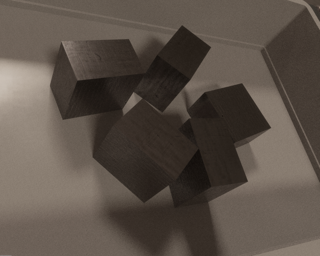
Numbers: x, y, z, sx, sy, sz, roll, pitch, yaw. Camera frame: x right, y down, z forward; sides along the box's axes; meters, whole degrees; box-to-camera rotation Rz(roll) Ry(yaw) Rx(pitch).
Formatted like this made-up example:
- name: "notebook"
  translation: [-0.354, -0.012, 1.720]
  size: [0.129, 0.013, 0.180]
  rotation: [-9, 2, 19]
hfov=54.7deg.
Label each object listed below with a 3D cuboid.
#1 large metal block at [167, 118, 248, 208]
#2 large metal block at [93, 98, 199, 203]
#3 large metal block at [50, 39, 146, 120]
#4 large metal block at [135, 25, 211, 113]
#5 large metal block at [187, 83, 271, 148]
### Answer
- name: "large metal block"
  translation: [0.047, 0.042, 0.372]
  size: [0.050, 0.080, 0.080]
  rotation: [-1, 63, -29]
- name: "large metal block"
  translation: [-0.018, 0.028, 0.345]
  size: [0.080, 0.080, 0.050]
  rotation: [42, 51, 0]
- name: "large metal block"
  translation: [-0.076, -0.057, 0.365]
  size: [0.081, 0.080, 0.050]
  rotation: [-13, 69, -34]
- name: "large metal block"
  translation: [0.017, -0.081, 0.431]
  size: [0.050, 0.080, 0.080]
  rotation: [36, 51, -5]
- name: "large metal block"
  translation: [0.100, -0.013, 0.454]
  size: [0.081, 0.050, 0.080]
  rotation: [-17, 71, -35]
